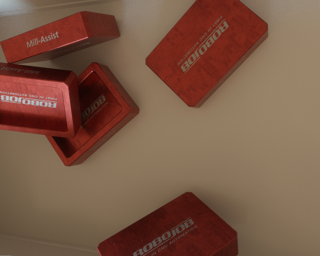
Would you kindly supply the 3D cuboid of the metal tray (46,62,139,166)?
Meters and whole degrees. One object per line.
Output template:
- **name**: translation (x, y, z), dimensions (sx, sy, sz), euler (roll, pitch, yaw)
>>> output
- **metal tray**: translation (-0.105, -0.018, 0.443), dimensions (0.130, 0.030, 0.090), euler (-40, 78, 15)

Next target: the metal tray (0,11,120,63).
- **metal tray**: translation (-0.131, -0.120, 0.418), dimensions (0.130, 0.090, 0.030), euler (-12, 102, 19)

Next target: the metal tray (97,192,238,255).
- **metal tray**: translation (0.009, 0.133, 0.341), dimensions (0.090, 0.131, 0.030), euler (35, 144, 50)

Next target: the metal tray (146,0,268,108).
- **metal tray**: translation (0.056, -0.100, 0.387), dimensions (0.090, 0.030, 0.130), euler (46, 104, 13)

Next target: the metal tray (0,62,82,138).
- **metal tray**: translation (-0.176, -0.036, 0.410), dimensions (0.131, 0.030, 0.089), euler (7, 129, 2)
